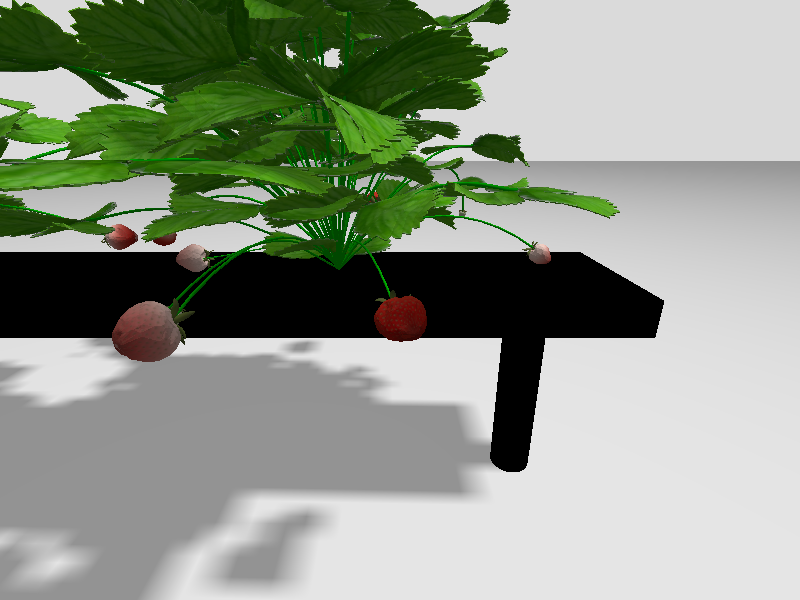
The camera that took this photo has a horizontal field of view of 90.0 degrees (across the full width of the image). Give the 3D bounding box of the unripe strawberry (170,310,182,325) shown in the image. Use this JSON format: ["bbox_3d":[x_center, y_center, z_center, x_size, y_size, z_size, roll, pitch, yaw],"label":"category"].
[{"bbox_3d":[-0.140,0.011,0.244,0.014,0.013,0.013,13,7,31],"label":"unripe strawberry"}]

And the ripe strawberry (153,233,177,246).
[{"bbox_3d":[-0.268,-0.073,0.450,0.028,0.028,0.026,-41,-2,32],"label":"ripe strawberry"}]

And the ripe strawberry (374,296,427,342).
[{"bbox_3d":[0.001,0.012,0.221,0.029,0.026,0.027,-8,35,-20],"label":"ripe strawberry"}]

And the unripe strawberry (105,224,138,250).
[{"bbox_3d":[-0.296,-0.067,0.427,0.028,0.027,0.030,-1,20,-20],"label":"unripe strawberry"}]

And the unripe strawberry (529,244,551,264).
[{"bbox_3d":[0.132,-0.043,0.375,0.022,0.019,0.022,31,15,-15],"label":"unripe strawberry"}]

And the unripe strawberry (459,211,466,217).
[{"bbox_3d":[0.080,-0.109,0.512,0.009,0.010,0.010,16,26,36],"label":"unripe strawberry"}]

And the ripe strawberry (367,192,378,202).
[{"bbox_3d":[-0.027,-0.133,0.576,0.050,0.045,0.045,2,10,6],"label":"ripe strawberry"}]

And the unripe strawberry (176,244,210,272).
[{"bbox_3d":[-0.185,-0.037,0.355,0.026,0.025,0.024,-1,21,-2],"label":"unripe strawberry"}]
